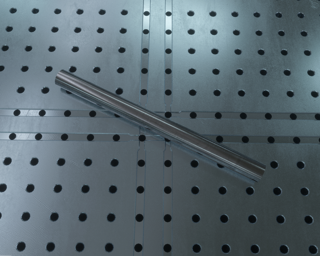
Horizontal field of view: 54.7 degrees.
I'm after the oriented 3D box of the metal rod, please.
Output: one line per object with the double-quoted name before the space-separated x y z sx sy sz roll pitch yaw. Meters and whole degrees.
"metal rod" -0.006 -0.007 0.414 0.301 0.025 0.025 26 72 8
